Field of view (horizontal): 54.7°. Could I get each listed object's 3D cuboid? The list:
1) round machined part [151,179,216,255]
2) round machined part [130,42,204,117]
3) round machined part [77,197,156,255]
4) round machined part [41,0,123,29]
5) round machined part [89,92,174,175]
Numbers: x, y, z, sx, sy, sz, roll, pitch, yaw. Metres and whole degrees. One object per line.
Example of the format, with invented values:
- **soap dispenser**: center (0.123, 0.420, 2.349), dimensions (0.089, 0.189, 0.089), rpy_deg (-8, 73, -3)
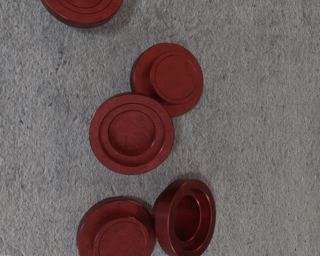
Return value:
- **round machined part**: center (0.027, 0.114, 0.396), dimensions (0.099, 0.042, 0.097), rpy_deg (5, 82, -47)
- **round machined part**: center (0.014, -0.063, 0.405), dimensions (0.099, 0.042, 0.097), rpy_deg (0, 90, -20)
- **round machined part**: center (-0.050, 0.137, 0.382), dimensions (0.099, 0.042, 0.097), rpy_deg (0, 90, -20)
- **round machined part**: center (-0.094, -0.166, 0.365), dimensions (0.099, 0.042, 0.097), rpy_deg (0, 90, -20)
- **round machined part**: center (-0.034, 0.004, 0.377), dimensions (0.099, 0.042, 0.097), rpy_deg (-2, 103, -7)
